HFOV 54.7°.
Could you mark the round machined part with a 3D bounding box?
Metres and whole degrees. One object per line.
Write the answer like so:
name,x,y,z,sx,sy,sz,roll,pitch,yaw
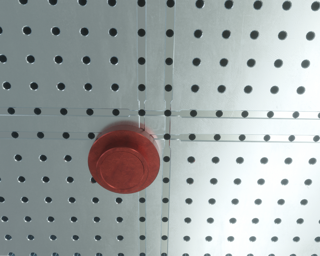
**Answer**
round machined part,-0.049,0.049,0.422,0.099,0.042,0.097,0,110,-1
